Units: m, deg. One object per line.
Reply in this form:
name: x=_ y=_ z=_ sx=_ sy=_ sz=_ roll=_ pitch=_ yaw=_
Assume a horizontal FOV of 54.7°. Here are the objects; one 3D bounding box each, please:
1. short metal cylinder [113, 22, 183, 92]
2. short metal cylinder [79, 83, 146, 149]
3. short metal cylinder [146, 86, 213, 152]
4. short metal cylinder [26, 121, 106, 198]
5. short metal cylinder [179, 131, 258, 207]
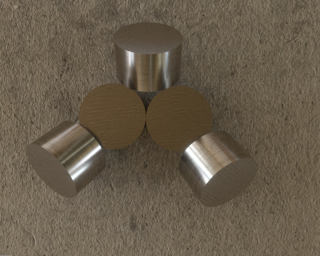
short metal cylinder: x=-0.014 y=-0.088 z=0.377 sx=0.081 sy=0.080 sz=0.050 roll=2 pitch=133 yaw=0
short metal cylinder: x=-0.057 y=-0.014 z=0.398 sx=0.081 sy=0.050 sz=0.080 roll=0 pitch=90 yaw=0
short metal cylinder: x=0.023 y=-0.011 z=0.398 sx=0.081 sy=0.050 sz=0.080 roll=0 pitch=90 yaw=0
short metal cylinder: x=-0.113 y=0.038 z=0.376 sx=0.080 sy=0.080 sz=0.050 roll=46 pitch=50 yaw=0
short metal cylinder: x=0.070 y=0.050 z=0.378 sx=0.080 sy=0.080 sz=0.050 roll=-37 pitch=49 yaw=0
